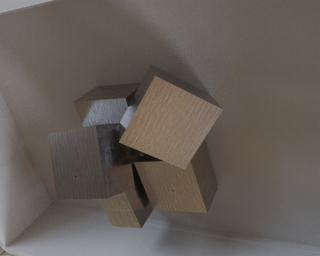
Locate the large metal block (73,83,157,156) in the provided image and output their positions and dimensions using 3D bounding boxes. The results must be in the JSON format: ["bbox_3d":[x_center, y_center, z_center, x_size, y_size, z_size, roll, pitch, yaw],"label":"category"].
[{"bbox_3d":[-0.055,-0.011,0.412,0.080,0.050,0.080,-1,118,28],"label":"large metal block"}]

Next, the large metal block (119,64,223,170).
[{"bbox_3d":[0.009,-0.012,0.344,0.080,0.050,0.080,24,109,-17],"label":"large metal block"}]

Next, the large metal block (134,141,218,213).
[{"bbox_3d":[0.023,0.064,0.414,0.080,0.050,0.080,-5,116,30],"label":"large metal block"}]

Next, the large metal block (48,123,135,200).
[{"bbox_3d":[-0.083,0.040,0.373,0.080,0.050,0.080,-10,88,32],"label":"large metal block"}]

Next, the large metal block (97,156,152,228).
[{"bbox_3d":[-0.043,0.083,0.443,0.050,0.080,0.080,-7,115,31],"label":"large metal block"}]
